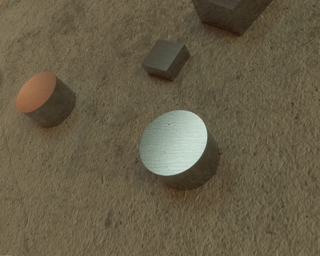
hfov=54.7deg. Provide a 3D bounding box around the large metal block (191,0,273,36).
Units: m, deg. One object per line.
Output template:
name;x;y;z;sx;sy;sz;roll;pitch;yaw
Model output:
large metal block;0.106;-0.190;0.449;0.080;0.050;0.080;-48;52;-6

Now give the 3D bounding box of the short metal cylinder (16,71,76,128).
short metal cylinder;-0.189;-0.047;0.516;0.080;0.050;0.080;-13;56;21

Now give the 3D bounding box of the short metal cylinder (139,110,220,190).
short metal cylinder;0.024;0.026;0.359;0.080;0.050;0.080;-13;56;21

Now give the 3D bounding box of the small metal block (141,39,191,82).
small metal block;0.009;-0.102;0.462;0.050;0.025;0.050;23;74;36
